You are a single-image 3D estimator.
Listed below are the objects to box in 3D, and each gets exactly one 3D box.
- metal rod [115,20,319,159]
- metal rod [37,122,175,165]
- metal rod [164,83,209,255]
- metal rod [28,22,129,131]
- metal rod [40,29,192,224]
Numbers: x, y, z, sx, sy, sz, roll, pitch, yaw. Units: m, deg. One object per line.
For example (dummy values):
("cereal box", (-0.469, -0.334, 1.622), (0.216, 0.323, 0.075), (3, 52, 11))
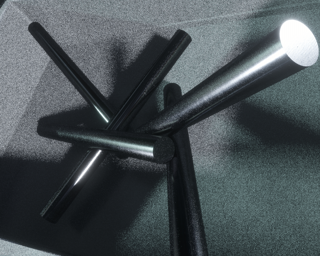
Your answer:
("metal rod", (0.009, -0.006, 0.284), (0.299, 0.025, 0.025), (-31, 37, 62))
("metal rod", (-0.092, 0.011, 0.386), (0.300, 0.025, 0.025), (5, 63, 50))
("metal rod", (0.018, 0.026, 0.301), (0.025, 0.025, 0.300), (-24, 28, 13))
("metal rod", (-0.143, -0.092, 0.504), (0.025, 0.025, 0.300), (-43, 61, -1))
("metal rod", (-0.053, -0.008, 0.409), (0.025, 0.025, 0.300), (29, 79, 37))
